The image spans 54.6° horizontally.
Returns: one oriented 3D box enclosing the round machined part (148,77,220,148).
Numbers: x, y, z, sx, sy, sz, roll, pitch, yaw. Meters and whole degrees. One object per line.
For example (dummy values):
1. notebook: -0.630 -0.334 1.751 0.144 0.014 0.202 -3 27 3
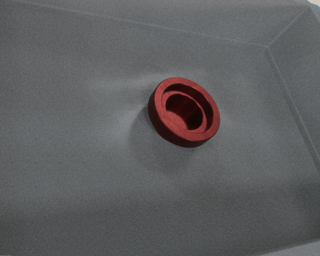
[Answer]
1. round machined part: 0.028 -0.017 0.420 0.099 0.042 0.098 13 56 -21
